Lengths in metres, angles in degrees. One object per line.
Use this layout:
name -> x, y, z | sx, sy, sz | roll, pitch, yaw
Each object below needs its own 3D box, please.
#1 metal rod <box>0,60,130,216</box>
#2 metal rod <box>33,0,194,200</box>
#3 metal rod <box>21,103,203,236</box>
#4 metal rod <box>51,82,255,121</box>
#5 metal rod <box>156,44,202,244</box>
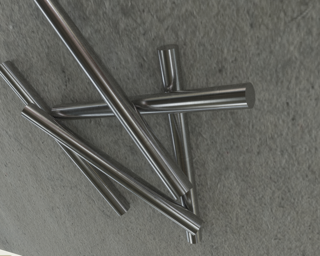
metal rod -> -0.149, 0.022, 0.496 | 0.025, 0.025, 0.299 | -30, 103, 37
metal rod -> -0.061, -0.048, 0.359 | 0.299, 0.025, 0.025 | 54, 129, 8
metal rod -> -0.072, 0.056, 0.444 | 0.301, 0.025, 0.025 | 33, 129, 6
metal rod -> -0.035, -0.027, 0.381 | 0.300, 0.025, 0.025 | -2, 118, 37
metal rod -> 0.031, 0.040, 0.414 | 0.025, 0.025, 0.298 | 5, 121, 25
